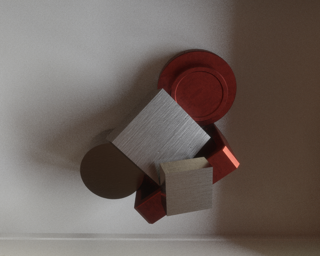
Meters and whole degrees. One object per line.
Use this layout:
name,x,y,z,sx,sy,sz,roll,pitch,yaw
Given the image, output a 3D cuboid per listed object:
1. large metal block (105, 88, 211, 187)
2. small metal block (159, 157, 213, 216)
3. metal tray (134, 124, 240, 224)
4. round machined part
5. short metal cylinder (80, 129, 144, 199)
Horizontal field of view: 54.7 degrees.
large metal block,-0.003,0.012,0.363,0.080,0.050,0.080,45,79,-15
small metal block,0.028,0.062,0.331,0.050,0.025,0.050,-7,110,-12
metal tray,0.029,0.054,0.395,0.130,0.090,0.030,-36,106,11
round machined part,0.046,-0.046,0.384,0.099,0.042,0.097,0,110,-1
short metal cylinder,-0.060,0.047,0.412,0.081,0.050,0.079,0,110,-1
